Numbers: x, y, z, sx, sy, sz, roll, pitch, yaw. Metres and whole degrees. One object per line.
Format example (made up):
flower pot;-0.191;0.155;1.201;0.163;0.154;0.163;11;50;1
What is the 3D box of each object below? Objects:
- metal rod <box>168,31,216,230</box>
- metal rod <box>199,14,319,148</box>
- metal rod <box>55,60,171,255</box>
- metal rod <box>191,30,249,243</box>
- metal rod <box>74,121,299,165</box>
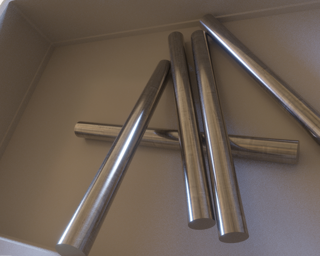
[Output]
metal rod;0.031;-0.026;0.377;0.025;0.025;0.300;-19;46;17
metal rod;0.129;-0.058;0.373;0.025;0.025;0.300;-34;52;5
metal rod;-0.029;0.002;0.344;0.025;0.025;0.301;-8;35;24
metal rod;0.060;-0.021;0.359;0.025;0.025;0.300;-17;46;18
metal rod;0.011;0.014;0.390;0.300;0.025;0.025;5;64;30
